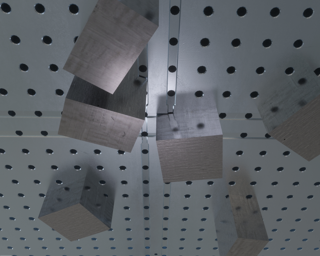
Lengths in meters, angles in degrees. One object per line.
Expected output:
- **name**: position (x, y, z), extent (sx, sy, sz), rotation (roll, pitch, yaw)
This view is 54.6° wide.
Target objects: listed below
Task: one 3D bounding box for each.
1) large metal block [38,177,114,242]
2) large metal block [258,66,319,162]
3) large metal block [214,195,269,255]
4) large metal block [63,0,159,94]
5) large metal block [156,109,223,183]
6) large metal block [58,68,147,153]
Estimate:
- **large metal block**: position (-0.134, 0.135, 0.509), extent (0.080, 0.050, 0.080), rotation (-23, 127, 18)
- **large metal block**: position (0.185, -0.015, 0.384), extent (0.080, 0.050, 0.080), rotation (30, 124, -23)
- **large metal block**: position (0.133, 0.172, 0.522), extent (0.050, 0.080, 0.079), rotation (9, 130, -7)
- **large metal block**: position (-0.044, -0.094, 0.295), extent (0.050, 0.080, 0.080), rotation (27, 125, -21)
- **large metal block**: position (0.040, 0.026, 0.417), extent (0.080, 0.050, 0.080), rotation (-5, 130, 4)
- **large metal block**: position (-0.062, -0.026, 0.352), extent (0.080, 0.080, 0.050), rotation (16, 128, -13)
